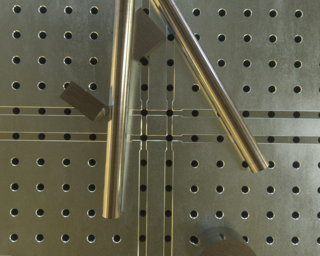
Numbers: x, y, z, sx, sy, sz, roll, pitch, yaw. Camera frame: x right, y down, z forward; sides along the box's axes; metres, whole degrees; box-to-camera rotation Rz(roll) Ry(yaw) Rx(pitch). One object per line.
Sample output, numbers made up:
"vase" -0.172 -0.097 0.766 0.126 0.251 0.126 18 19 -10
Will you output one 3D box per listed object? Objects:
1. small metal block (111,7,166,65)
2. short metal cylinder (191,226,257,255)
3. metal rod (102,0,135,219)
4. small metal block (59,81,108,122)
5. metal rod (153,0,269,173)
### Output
"small metal block" -0.027 -0.121 0.413 0.050 0.025 0.050 -41 90 0
"short metal cylinder" 0.083 0.175 0.402 0.081 0.050 0.079 0 90 0
"metal rod" -0.053 -0.031 0.396 0.025 0.025 0.298 4 97 0
"small metal block" -0.094 -0.033 0.400 0.050 0.050 0.025 36 90 0
"metal rod" 0.060 -0.076 0.413 0.025 0.025 0.299 -30 90 0
